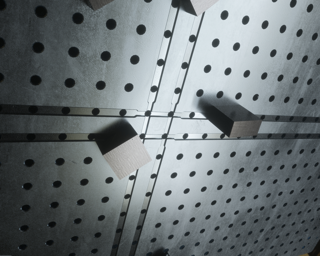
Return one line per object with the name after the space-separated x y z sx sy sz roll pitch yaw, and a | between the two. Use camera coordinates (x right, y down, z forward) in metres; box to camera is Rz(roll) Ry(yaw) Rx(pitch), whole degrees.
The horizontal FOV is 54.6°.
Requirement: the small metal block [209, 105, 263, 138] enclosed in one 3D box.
0.108 -0.011 0.447 0.050 0.050 0.025 -4 120 -27 | small metal block

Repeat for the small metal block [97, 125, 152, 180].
-0.045 0.032 0.406 0.050 0.025 0.050 -31 129 -8 | small metal block

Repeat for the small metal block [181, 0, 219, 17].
0.045 -0.159 0.336 0.050 0.025 0.050 -38 129 -3 | small metal block

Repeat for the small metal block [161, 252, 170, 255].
0.004 0.266 0.577 0.050 0.025 0.050 -28 128 -11 | small metal block

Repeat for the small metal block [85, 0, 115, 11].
-0.055 -0.147 0.290 0.050 0.025 0.050 -32 129 -7 | small metal block
